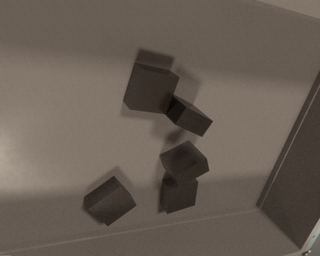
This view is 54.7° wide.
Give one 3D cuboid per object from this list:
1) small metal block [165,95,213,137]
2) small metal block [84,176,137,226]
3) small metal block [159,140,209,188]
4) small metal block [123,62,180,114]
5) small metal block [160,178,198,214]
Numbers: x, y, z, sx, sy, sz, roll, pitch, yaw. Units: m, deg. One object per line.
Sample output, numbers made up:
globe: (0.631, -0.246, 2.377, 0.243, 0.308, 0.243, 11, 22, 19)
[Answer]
small metal block: (0.032, -0.018, 0.400, 0.050, 0.050, 0.025, 24, 105, -37)
small metal block: (-0.069, 0.103, 0.436, 0.050, 0.025, 0.050, -36, 129, -5)
small metal block: (0.034, 0.050, 0.444, 0.050, 0.050, 0.025, -26, 128, -13)
small metal block: (-0.011, -0.047, 0.375, 0.050, 0.025, 0.050, 6, 115, -31)
small metal block: (0.030, 0.103, 0.491, 0.050, 0.025, 0.050, -11, 123, -23)
